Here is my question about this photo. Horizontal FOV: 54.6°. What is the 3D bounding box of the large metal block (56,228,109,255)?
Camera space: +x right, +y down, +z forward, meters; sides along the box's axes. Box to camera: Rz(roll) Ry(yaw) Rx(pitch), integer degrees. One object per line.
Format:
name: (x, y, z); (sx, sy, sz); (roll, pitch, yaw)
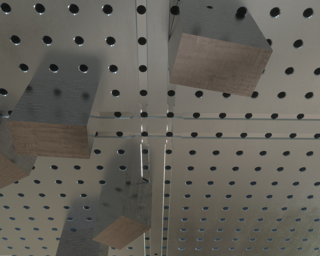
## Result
large metal block: (-0.144, 0.238, 0.576); (0.080, 0.080, 0.050); (-7, 130, 6)

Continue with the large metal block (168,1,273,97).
large metal block: (0.053, -0.080, 0.308); (0.080, 0.080, 0.050); (9, 130, -8)

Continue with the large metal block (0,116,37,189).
large metal block: (-0.230, 0.037, 0.425); (0.080, 0.050, 0.080); (-24, 126, 19)

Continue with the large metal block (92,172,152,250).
large metal block: (-0.057, 0.130, 0.485); (0.050, 0.080, 0.080); (31, 123, -24)

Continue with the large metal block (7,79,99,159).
large metal block: (-0.118, -0.012, 0.364); (0.080, 0.080, 0.050); (4, 130, -4)
